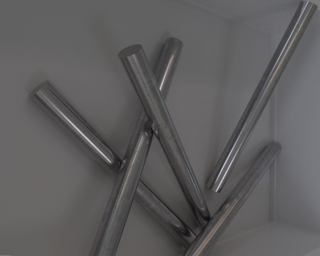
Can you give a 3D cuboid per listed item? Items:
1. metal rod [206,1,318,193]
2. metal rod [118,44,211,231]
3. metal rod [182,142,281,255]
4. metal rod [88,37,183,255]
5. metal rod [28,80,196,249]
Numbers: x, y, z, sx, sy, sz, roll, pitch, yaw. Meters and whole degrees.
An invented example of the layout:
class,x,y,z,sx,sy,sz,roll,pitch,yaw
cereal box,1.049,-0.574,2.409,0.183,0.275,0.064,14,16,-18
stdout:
class,x,y,z,sx,sy,sz,roll,pitch,yaw
metal rod,0.146,-0.040,0.457,0.025,0.025,0.298,19,100,-39
metal rod,0.021,0.038,0.381,0.025,0.025,0.299,-48,131,-29
metal rod,0.126,0.103,0.486,0.302,0.025,0.025,-36,112,-43
metal rod,-0.022,0.015,0.360,0.025,0.025,0.300,36,60,-34
metal rod,-0.036,0.064,0.375,0.300,0.025,0.025,51,60,-28
